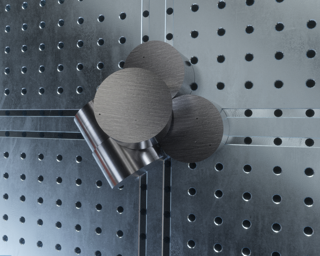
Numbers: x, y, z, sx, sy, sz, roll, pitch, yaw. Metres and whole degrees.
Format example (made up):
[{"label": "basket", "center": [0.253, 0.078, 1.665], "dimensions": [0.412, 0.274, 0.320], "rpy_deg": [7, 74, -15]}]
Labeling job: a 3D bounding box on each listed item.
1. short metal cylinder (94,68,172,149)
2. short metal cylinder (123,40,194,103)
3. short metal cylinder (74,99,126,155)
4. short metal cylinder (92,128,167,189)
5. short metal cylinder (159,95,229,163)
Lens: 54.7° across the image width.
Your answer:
[{"label": "short metal cylinder", "center": [-0.027, -0.019, 0.339], "dimensions": [0.081, 0.050, 0.080], "rpy_deg": [0, 78, 2]}, {"label": "short metal cylinder", "center": [-0.001, -0.066, 0.398], "dimensions": [0.080, 0.050, 0.079], "rpy_deg": [0, 90, 19]}, {"label": "short metal cylinder", "center": [-0.063, -0.007, 0.405], "dimensions": [0.080, 0.080, 0.050], "rpy_deg": [-35, 79, 16]}, {"label": "short metal cylinder", "center": [-0.038, 0.036, 0.395], "dimensions": [0.080, 0.080, 0.050], "rpy_deg": [-35, 79, 16]}, {"label": "short metal cylinder", "center": [0.042, 0.001, 0.383], "dimensions": [0.080, 0.050, 0.079], "rpy_deg": [0, 90, 19]}]
